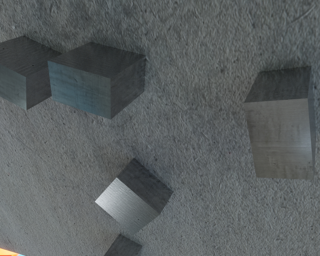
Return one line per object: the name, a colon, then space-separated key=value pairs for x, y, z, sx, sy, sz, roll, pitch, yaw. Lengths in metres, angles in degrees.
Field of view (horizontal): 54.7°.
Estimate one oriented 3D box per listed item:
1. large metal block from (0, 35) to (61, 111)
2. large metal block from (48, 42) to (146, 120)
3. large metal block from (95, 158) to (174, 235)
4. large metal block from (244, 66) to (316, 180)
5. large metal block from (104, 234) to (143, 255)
large metal block: x=-0.183 y=-0.078 z=0.420 sx=0.080 sy=0.080 sz=0.050 roll=26 pitch=128 yaw=11
large metal block: x=-0.072 y=-0.061 z=0.372 sx=0.080 sy=0.080 sz=0.050 roll=18 pitch=126 yaw=18
large metal block: x=-0.041 y=0.106 z=0.478 sx=0.080 sy=0.050 sz=0.080 roll=41 pitch=129 yaw=0
large metal block: x=0.122 y=-0.007 z=0.303 sx=0.050 sy=0.080 sz=0.080 roll=-2 pitch=117 yaw=29
large metal block: x=-0.078 y=0.261 z=0.574 sx=0.050 sy=0.080 sz=0.079 roll=23 pitch=127 yaw=14
